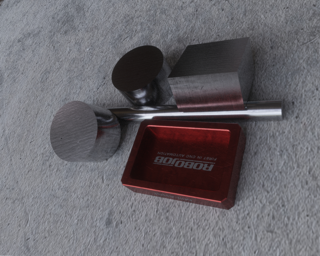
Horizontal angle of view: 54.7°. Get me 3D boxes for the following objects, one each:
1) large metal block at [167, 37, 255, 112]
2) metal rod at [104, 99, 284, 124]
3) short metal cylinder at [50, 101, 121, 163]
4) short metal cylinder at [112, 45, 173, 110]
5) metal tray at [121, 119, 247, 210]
[{"bbox_3d":[0.066,-0.065,0.379,0.080,0.050,0.080,-1,40,28],"label":"large metal block"},{"bbox_3d":[0.004,-0.019,0.416,0.300,0.025,0.025,-1,62,27],"label":"metal rod"},{"bbox_3d":[-0.101,0.007,0.423,0.080,0.050,0.080,-4,80,27],"label":"short metal cylinder"},{"bbox_3d":[-0.021,-0.071,0.444,0.080,0.050,0.080,-13,56,20],"label":"short metal cylinder"},{"bbox_3d":[0.027,0.038,0.364,0.130,0.030,0.090,4,63,29],"label":"metal tray"}]
